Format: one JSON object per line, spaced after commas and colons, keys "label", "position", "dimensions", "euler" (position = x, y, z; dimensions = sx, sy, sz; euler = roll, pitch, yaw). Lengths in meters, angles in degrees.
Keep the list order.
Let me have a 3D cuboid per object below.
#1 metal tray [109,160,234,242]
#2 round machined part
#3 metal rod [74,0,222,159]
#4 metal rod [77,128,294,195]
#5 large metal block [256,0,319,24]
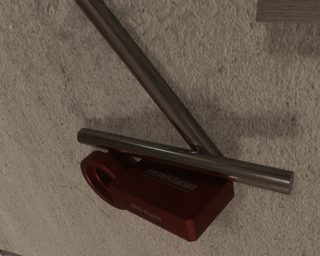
{"label": "metal tray", "position": [0.013, 0.076, 0.383], "dimensions": [0.130, 0.091, 0.030], "euler": [13, 125, 40]}
{"label": "round machined part", "position": [-0.069, 0.072, 0.464], "dimensions": [0.098, 0.042, 0.097], "euler": [26, 140, 25]}
{"label": "metal rod", "position": [-0.015, -0.062, 0.374], "dimensions": [0.025, 0.025, 0.300], "euler": [-32, 101, 38]}
{"label": "metal rod", "position": [0.009, 0.034, 0.396], "dimensions": [0.300, 0.025, 0.025], "euler": [10, 123, 31]}
{"label": "large metal block", "position": [0.125, -0.129, 0.245], "dimensions": [0.080, 0.050, 0.079], "euler": [10, 123, 22]}
